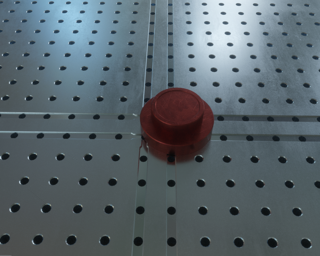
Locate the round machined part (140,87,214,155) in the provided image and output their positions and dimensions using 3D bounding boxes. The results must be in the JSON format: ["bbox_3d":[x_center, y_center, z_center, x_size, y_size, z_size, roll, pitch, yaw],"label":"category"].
[{"bbox_3d":[0.023,-0.016,0.410,0.099,0.042,0.098,0,50,0],"label":"round machined part"}]
